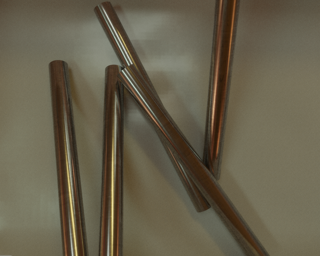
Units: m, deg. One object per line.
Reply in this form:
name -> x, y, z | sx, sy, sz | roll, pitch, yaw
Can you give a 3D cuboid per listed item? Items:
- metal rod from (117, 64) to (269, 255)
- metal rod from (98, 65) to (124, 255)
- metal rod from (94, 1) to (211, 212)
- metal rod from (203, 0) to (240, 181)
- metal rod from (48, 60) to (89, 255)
metal rod -> 0.045, 0.050, 0.388 | 0.025, 0.025, 0.299 | -36, 94, 0
metal rod -> -0.054, 0.058, 0.348 | 0.025, 0.025, 0.299 | -3, 65, 0
metal rod -> -0.008, -0.027, 0.411 | 0.025, 0.025, 0.299 | -27, 90, 0
metal rod -> 0.069, -0.069, 0.348 | 0.025, 0.025, 0.298 | 0, 116, 0
metal rod -> -0.104, 0.050, 0.350 | 0.025, 0.025, 0.299 | -13, 66, 0
